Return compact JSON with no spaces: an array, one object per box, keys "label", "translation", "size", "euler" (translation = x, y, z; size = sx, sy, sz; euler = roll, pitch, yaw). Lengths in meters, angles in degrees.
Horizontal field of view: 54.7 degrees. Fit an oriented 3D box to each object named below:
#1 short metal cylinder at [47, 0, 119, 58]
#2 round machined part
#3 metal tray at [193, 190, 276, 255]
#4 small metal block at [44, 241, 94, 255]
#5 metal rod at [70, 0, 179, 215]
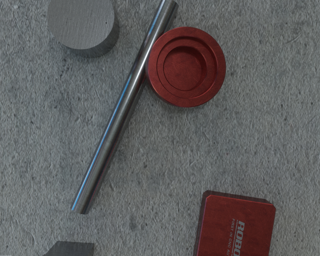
[{"label":"short metal cylinder","translation":[-0.095,-0.134,0.397],"size":[0.081,0.050,0.080],"euler":[0,90,0]},{"label":"round machined part","translation":[0.030,-0.075,0.396],"size":[0.099,0.042,0.097],"euler":[-1,93,-10]},{"label":"metal tray","translation":[0.094,0.155,0.408],"size":[0.091,0.030,0.129],"euler":[9,90,0]},{"label":"small metal block","translation":[-0.115,0.168,0.397],"size":[0.050,0.050,0.025],"euler":[4,90,0]},{"label":"metal rod","translation":[-0.046,-0.029,0.409],"size":[0.025,0.025,0.299],"euler":[24,90,0]}]
